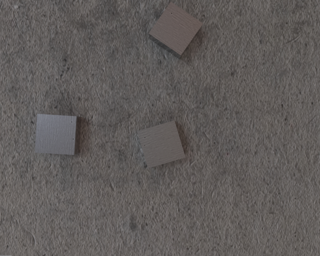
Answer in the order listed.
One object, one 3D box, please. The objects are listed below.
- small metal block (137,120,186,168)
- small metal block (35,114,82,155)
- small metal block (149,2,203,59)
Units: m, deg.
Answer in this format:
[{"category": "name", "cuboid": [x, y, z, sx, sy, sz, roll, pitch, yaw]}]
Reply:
[{"category": "small metal block", "cuboid": [0.002, 0.021, 0.410, 0.050, 0.025, 0.050, -16, 90, 0]}, {"category": "small metal block", "cuboid": [-0.133, 0.008, 0.409, 0.050, 0.025, 0.050, 4, 90, 0]}, {"category": "small metal block", "cuboid": [0.020, -0.128, 0.410, 0.050, 0.025, 0.050, 35, 90, 0]}]
